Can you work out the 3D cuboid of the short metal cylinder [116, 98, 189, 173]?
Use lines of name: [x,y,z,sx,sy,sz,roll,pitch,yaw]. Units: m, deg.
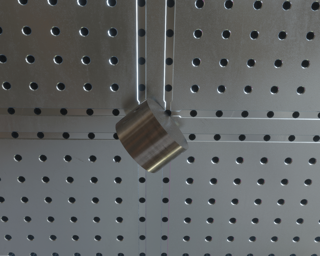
short metal cylinder: [-0.009,0.009,0.387,0.050,0.080,0.080,-38,106,13]
